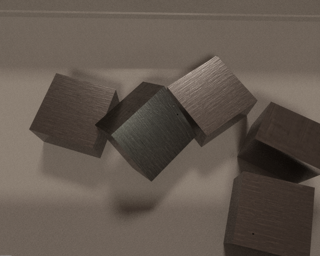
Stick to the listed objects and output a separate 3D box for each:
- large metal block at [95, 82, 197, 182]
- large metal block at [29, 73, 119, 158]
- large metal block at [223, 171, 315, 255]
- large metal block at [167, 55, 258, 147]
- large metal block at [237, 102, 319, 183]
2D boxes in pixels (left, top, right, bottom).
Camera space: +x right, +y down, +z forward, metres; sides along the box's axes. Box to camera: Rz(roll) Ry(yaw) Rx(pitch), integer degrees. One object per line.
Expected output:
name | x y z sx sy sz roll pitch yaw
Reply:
large metal block | -0.016 0.003 0.373 0.080 0.050 0.080 -44 121 -15
large metal block | -0.105 -0.015 0.401 0.080 0.050 0.080 16 71 5
large metal block | 0.125 0.103 0.360 0.080 0.050 0.080 13 70 4
large metal block | 0.065 -0.035 0.410 0.080 0.050 0.080 -34 74 -12
large metal block | 0.150 0.022 0.374 0.080 0.080 0.050 26 72 9
